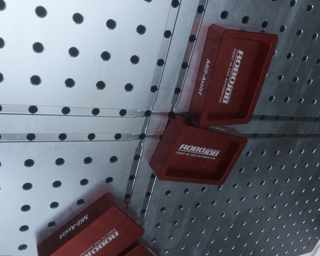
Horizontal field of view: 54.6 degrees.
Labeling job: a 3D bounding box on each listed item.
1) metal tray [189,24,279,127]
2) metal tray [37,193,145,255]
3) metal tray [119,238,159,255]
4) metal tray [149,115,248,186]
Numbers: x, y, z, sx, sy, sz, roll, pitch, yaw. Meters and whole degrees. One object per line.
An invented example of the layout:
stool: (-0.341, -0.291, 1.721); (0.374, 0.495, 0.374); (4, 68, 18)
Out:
metal tray: (0.097, -0.067, 0.418); (0.091, 0.030, 0.129); (-3, 120, -27)
metal tray: (-0.099, 0.164, 0.455); (0.130, 0.030, 0.090); (-37, 129, -3)
metal tray: (-0.047, 0.243, 0.531); (0.090, 0.030, 0.130); (-36, 129, -5)
metal tray: (0.059, 0.037, 0.462); (0.131, 0.030, 0.089); (12, 112, -33)
